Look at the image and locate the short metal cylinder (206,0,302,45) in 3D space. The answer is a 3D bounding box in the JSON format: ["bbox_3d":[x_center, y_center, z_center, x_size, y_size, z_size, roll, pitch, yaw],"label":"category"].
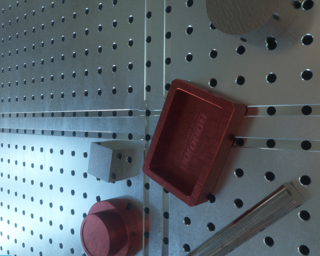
[{"bbox_3d":[0.095,-0.129,0.314,0.080,0.050,0.079,0,90,39],"label":"short metal cylinder"}]

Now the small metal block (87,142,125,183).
[{"bbox_3d":[-0.083,0.051,0.475,0.050,0.025,0.050,14,99,38],"label":"small metal block"}]

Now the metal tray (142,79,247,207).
[{"bbox_3d":[0.036,0.016,0.374,0.090,0.030,0.129,30,109,35],"label":"metal tray"}]

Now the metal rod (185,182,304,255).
[{"bbox_3d":[0.043,0.161,0.372,0.299,0.025,0.025,-48,62,29],"label":"metal rod"}]

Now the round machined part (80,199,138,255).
[{"bbox_3d":[-0.082,0.159,0.463,0.098,0.042,0.097,0,90,39],"label":"round machined part"}]
